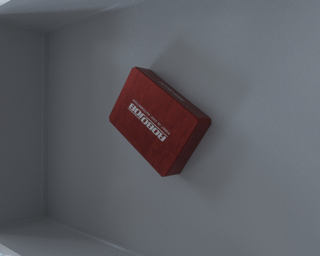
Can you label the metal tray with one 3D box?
[{"bbox_3d":[-0.006,-0.011,0.410,0.130,0.030,0.090,43,116,31],"label":"metal tray"}]
